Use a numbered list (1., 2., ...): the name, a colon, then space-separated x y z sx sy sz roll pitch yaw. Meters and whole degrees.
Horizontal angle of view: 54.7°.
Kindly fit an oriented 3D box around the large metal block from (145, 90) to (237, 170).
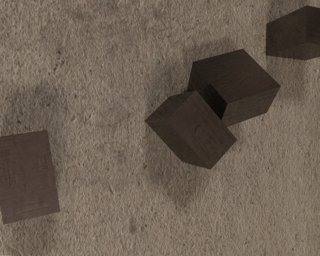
1. large metal block: 0.036 0.002 0.394 0.050 0.080 0.080 -46 105 -14

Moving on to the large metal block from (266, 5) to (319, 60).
1. large metal block: 0.218 -0.137 0.462 0.081 0.080 0.050 1 90 -20

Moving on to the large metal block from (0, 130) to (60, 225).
1. large metal block: -0.140 0.046 0.328 0.050 0.080 0.079 -9 93 -20

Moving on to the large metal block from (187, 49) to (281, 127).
1. large metal block: 0.094 -0.053 0.410 0.081 0.050 0.080 -19 55 -20
